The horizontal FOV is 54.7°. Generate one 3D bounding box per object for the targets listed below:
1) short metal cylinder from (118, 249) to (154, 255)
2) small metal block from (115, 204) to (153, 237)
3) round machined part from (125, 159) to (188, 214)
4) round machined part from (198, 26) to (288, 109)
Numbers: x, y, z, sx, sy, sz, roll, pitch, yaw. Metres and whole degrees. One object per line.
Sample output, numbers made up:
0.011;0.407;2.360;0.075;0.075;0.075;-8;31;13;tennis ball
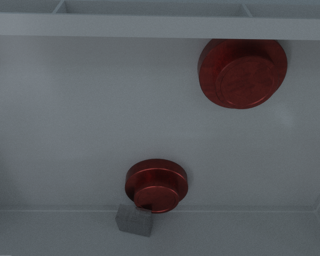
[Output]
-0.051;0.298;0.648;0.081;0.050;0.079;0;130;0;short metal cylinder
-0.039;0.146;0.486;0.050;0.025;0.050;9;143;9;small metal block
-0.005;0.096;0.480;0.099;0.042;0.097;-1;130;0;round machined part
0.093;-0.060;0.348;0.099;0.042;0.097;-1;130;0;round machined part
